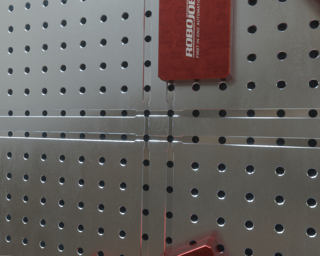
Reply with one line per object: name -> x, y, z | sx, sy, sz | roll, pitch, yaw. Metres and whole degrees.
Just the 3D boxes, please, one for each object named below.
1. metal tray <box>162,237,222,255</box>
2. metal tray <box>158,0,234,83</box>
metal tray -> 0.054, 0.217, 0.391 | 0.090, 0.030, 0.130 | -28, 81, 17
metal tray -> 0.046, -0.125, 0.394 | 0.090, 0.030, 0.129 | 1, 90, 20
